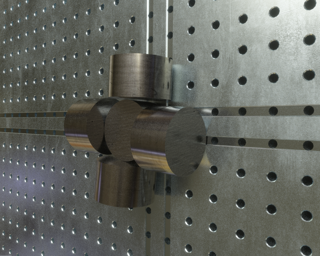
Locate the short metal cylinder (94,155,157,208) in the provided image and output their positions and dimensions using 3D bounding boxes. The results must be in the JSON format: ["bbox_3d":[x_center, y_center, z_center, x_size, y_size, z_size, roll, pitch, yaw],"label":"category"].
[{"bbox_3d":[-0.045,0.068,0.409,0.080,0.081,0.050,8,95,39],"label":"short metal cylinder"}]

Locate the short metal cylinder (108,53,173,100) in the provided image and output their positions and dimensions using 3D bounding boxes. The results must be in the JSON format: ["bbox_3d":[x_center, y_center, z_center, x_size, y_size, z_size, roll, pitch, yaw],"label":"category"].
[{"bbox_3d":[-0.025,-0.062,0.394,0.080,0.081,0.050,4,92,40],"label":"short metal cylinder"}]

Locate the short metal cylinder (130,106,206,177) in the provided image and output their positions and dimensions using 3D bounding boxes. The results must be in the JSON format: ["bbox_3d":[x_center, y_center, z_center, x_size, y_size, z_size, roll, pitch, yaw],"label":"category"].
[{"bbox_3d":[0.012,0.014,0.364,0.050,0.081,0.079,5,93,39],"label":"short metal cylinder"}]

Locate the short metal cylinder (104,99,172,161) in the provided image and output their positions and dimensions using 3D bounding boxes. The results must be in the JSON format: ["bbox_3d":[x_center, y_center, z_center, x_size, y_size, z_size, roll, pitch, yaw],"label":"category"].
[{"bbox_3d":[-0.029,0.003,0.418,0.080,0.050,0.080,0,90,38],"label":"short metal cylinder"}]

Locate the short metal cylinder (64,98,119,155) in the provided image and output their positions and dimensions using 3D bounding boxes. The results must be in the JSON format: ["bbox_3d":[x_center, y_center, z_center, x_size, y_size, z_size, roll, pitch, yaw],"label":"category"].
[{"bbox_3d":[-0.089,-0.003,0.447,0.050,0.081,0.079,2,92,39],"label":"short metal cylinder"}]
